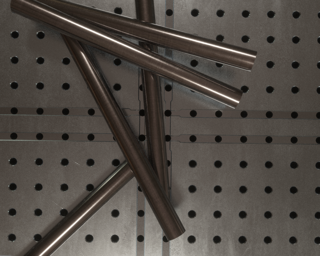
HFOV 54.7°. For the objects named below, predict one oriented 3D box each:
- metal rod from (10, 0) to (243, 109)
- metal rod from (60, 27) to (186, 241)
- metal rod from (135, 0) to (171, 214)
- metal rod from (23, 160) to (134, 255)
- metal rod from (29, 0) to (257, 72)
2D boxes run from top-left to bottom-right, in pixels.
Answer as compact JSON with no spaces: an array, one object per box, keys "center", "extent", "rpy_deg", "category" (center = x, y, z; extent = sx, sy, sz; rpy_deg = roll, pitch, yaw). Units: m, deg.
[{"center":[-0.040,-0.096,0.386],"extent":[0.301,0.025,0.025],"rpy_deg":[24,90,0],"category":"metal rod"},{"center":[-0.050,0.001,0.397],"extent":[0.025,0.025,0.299],"rpy_deg":[-28,84,0],"category":"metal rod"},{"center":[-0.010,-0.038,0.413],"extent":[0.025,0.025,0.298],"rpy_deg":[-5,90,-1],"category":"metal rod"},{"center":[-0.145,0.152,0.411],"extent":[0.300,0.025,0.025],"rpy_deg":[-43,91,-1],"category":"metal rod"},{"center":[-0.031,-0.124,0.389],"extent":[0.301,0.025,0.025],"rpy_deg":[18,90,9],"category":"metal rod"}]
